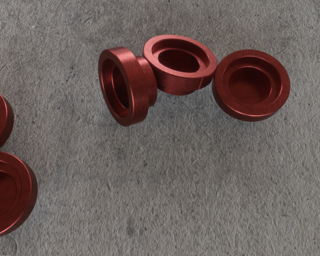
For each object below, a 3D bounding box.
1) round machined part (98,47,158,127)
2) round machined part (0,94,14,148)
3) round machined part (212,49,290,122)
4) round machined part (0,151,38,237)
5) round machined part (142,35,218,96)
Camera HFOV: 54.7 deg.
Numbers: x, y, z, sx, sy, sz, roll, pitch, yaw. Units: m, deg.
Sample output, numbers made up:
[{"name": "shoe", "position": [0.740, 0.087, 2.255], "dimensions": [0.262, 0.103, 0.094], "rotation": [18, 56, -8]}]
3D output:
[{"name": "round machined part", "position": [-0.038, -0.054, 0.392], "dimensions": [0.042, 0.097, 0.098], "rotation": [-19, 70, -27]}, {"name": "round machined part", "position": [-0.237, -0.004, 0.399], "dimensions": [0.099, 0.042, 0.098], "rotation": [0, 70, 0]}, {"name": "round machined part", "position": [0.119, -0.054, 0.419], "dimensions": [0.099, 0.042, 0.098], "rotation": [0, 70, 0]}, {"name": "round machined part", "position": [-0.195, 0.080, 0.368], "dimensions": [0.099, 0.042, 0.098], "rotation": [0, 70, 0]}, {"name": "round machined part", "position": [0.023, -0.081, 0.415], "dimensions": [0.099, 0.042, 0.098], "rotation": [8, 45, -8]}]
